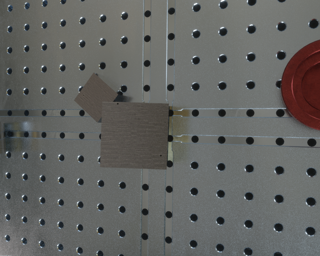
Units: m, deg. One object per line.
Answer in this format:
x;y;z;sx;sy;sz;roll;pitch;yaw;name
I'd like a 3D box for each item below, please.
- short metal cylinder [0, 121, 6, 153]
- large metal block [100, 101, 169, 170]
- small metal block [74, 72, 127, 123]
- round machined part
-0.287;0.018;0.485;0.080;0.080;0.050;-5;88;20;short metal cylinder
-0.030;0.009;0.398;0.080;0.050;0.080;2;91;1;large metal block
-0.085;-0.043;0.443;0.050;0.025;0.050;42;103;15;small metal block
0.184;-0.045;0.338;0.098;0.042;0.097;0;90;20;round machined part
